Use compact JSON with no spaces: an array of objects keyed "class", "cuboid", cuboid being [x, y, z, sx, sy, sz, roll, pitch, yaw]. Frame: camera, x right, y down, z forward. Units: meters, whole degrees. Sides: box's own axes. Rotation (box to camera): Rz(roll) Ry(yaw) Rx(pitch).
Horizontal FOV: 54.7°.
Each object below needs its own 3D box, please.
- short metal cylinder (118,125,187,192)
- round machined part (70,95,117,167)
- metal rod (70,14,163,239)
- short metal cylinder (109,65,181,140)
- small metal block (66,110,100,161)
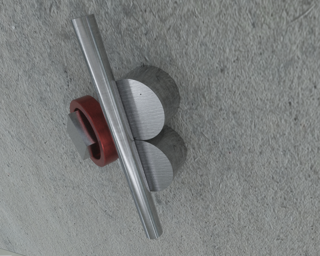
[{"class":"short metal cylinder","cuboid":[-0.010,0.039,0.421,0.080,0.050,0.079,13,123,21]},{"class":"round machined part","cuboid":[-0.081,0.001,0.424,0.098,0.042,0.097,40,143,39]},{"class":"metal rod","cuboid":[-0.044,0.017,0.378,0.025,0.025,0.298,-1,118,29]},{"class":"short metal cylinder","cuboid":[-0.021,-0.032,0.384,0.080,0.050,0.079,13,124,21]},{"class":"small metal block","cuboid":[-0.101,0.009,0.415,0.050,0.025,0.050,57,151,14]}]
